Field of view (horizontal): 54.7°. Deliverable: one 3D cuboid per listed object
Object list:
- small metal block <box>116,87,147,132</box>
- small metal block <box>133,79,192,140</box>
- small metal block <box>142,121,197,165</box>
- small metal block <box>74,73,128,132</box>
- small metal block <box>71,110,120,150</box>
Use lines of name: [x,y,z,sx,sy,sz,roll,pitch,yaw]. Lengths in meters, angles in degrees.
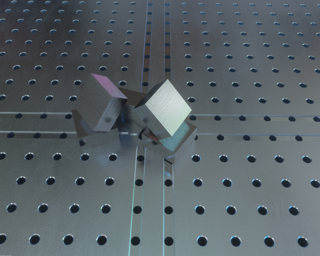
small metal block: [-0.034,-0.022,0.409,0.050,0.050,0.025,15,52,11]
small metal block: [0.004,-0.022,0.376,0.050,0.025,0.050,50,54,-17]
small metal block: [0.012,0.011,0.399,0.050,0.025,0.050,29,55,21]
small metal block: [-0.073,-0.031,0.380,0.025,0.050,0.050,4,35,-51]
small metal block: [-0.085,-0.004,0.410,0.050,0.025,0.050,-15,52,-13]
